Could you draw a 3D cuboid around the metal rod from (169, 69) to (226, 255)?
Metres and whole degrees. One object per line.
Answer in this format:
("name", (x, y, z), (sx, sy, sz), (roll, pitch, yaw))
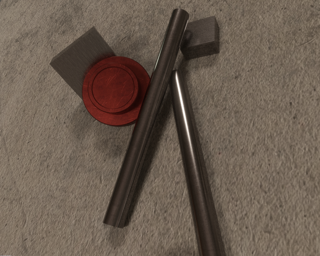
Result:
("metal rod", (0.040, 0.049, 0.351), (0.025, 0.025, 0.299), (-20, 54, 16))

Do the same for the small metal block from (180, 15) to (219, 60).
("small metal block", (0.059, -0.131, 0.452), (0.050, 0.025, 0.050), (-8, 58, 23))

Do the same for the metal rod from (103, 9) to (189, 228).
("metal rod", (-0.013, -0.024, 0.402), (0.025, 0.025, 0.299), (8, 72, 31))

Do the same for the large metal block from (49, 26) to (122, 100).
("large metal block", (-0.106, -0.095, 0.471), (0.080, 0.080, 0.050), (-37, 25, 3))

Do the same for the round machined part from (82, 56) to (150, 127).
("round machined part", (-0.060, -0.051, 0.425), (0.099, 0.042, 0.097), (0, 86, 5))
